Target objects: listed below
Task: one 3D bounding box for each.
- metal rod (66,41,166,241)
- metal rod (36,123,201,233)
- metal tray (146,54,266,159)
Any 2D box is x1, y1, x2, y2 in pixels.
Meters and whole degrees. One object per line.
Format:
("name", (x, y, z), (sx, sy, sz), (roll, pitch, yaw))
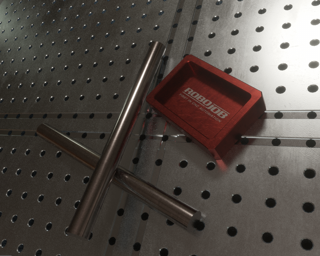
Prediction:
("metal rod", (-0.046, -0.005, 0.410), (0.025, 0.025, 0.300), (1, 55, 28))
("metal rod", (-0.076, 0.051, 0.414), (0.300, 0.025, 0.025), (23, 74, 36))
("metal tray", (0.054, -0.032, 0.395), (0.090, 0.030, 0.130), (-46, 52, -5))
